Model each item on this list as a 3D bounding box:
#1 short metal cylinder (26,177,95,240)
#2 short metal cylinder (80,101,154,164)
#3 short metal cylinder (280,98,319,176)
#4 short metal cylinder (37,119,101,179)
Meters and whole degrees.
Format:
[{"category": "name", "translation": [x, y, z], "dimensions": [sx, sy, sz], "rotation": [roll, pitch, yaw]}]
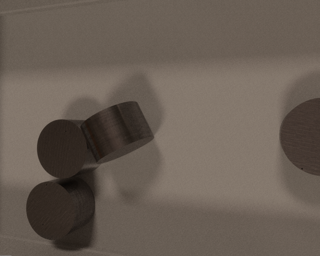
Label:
[{"category": "short metal cylinder", "translation": [-0.142, 0.113, 0.446], "dimensions": [0.080, 0.050, 0.079], "rotation": [0, 90, 19]}, {"category": "short metal cylinder", "translation": [-0.054, 0.007, 0.399], "dimensions": [0.080, 0.080, 0.050], "rotation": [-29, 81, 17]}, {"category": "short metal cylinder", "translation": [0.173, 0.009, 0.336], "dimensions": [0.080, 0.050, 0.079], "rotation": [0, 90, 19]}, {"category": "short metal cylinder", "translation": [-0.124, 0.028, 0.440], "dimensions": [0.080, 0.050, 0.079], "rotation": [0, 90, 19]}]
